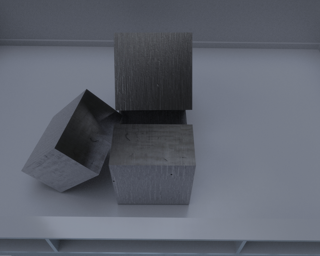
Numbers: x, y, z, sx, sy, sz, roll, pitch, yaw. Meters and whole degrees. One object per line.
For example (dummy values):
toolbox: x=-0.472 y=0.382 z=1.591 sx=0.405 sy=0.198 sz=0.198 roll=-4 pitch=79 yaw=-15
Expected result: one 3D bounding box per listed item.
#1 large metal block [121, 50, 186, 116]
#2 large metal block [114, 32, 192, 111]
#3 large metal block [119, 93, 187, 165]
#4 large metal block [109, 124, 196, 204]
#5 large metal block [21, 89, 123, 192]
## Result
large metal block: x=-0.009 y=-0.060 z=0.417 sx=0.081 sy=0.080 sz=0.050 roll=-1 pitch=50 yaw=-1
large metal block: x=-0.007 y=-0.061 z=0.345 sx=0.081 sy=0.079 sz=0.050 roll=-1 pitch=5 yaw=-1
large metal block: x=-0.009 y=0.001 z=0.388 sx=0.081 sy=0.050 sz=0.080 roll=0 pitch=50 yaw=-1
large metal block: x=-0.007 y=0.041 z=0.332 sx=0.081 sy=0.080 sz=0.050 roll=0 pitch=50 yaw=0
large metal block: x=-0.096 y=0.016 z=0.342 sx=0.050 sy=0.080 sz=0.080 roll=38 pitch=46 yaw=-25
